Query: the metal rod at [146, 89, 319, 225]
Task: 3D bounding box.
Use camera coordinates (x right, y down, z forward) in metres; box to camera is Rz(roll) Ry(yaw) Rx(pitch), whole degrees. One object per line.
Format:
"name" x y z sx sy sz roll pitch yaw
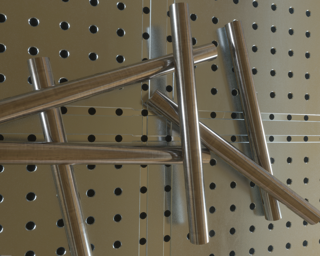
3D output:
"metal rod" 0.109 0.045 0.434 0.301 0.025 0.025 36 78 -10

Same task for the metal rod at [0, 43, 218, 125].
"metal rod" -0.054 -0.059 0.374 0.302 0.025 0.025 -21 97 -26

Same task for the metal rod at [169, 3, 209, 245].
"metal rod" 0.037 -0.003 0.392 0.025 0.025 0.298 -7 93 -20

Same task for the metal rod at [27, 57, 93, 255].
"metal rod" -0.112 0.067 0.371 0.025 0.025 0.298 -13 94 -20

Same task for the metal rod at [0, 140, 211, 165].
"metal rod" -0.070 0.031 0.365 0.302 0.025 0.025 4 89 -28

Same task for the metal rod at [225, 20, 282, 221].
"metal rod" 0.140 -0.007 0.463 0.025 0.025 0.299 -15 95 -19
